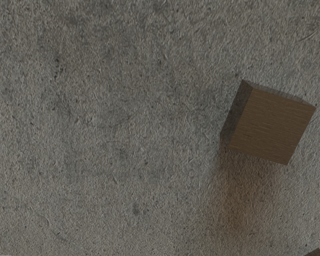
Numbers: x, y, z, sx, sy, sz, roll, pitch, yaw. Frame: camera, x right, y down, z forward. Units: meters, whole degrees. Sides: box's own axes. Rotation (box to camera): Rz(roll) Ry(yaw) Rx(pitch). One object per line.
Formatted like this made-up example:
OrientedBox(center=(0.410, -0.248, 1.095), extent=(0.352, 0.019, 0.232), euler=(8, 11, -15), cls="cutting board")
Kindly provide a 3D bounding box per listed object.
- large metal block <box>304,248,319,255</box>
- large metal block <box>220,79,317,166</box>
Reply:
OrientedBox(center=(0.247, 0.253, 0.492), extent=(0.080, 0.050, 0.080), euler=(-37, 106, 12), cls="large metal block")
OrientedBox(center=(0.133, -0.008, 0.394), extent=(0.080, 0.050, 0.079), euler=(16, 109, -6), cls="large metal block")
